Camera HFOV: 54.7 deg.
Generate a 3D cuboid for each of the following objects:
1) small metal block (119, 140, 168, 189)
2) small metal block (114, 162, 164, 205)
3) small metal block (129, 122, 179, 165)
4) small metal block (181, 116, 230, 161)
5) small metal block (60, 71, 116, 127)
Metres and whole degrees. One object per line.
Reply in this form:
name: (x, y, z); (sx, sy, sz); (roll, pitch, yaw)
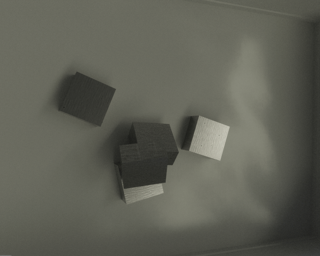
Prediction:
small metal block: (-0.019, 0.043, 0.359); (0.050, 0.025, 0.050); (-7, 137, -10)
small metal block: (-0.028, 0.065, 0.401); (0.050, 0.025, 0.050); (-13, 95, -20)
small metal block: (-0.009, 0.020, 0.393); (0.050, 0.050, 0.025); (3, 133, -21)
small metal block: (0.064, 0.014, 0.436); (0.050, 0.025, 0.050); (19, 84, -20)
small metal block: (-0.089, -0.034, 0.378); (0.050, 0.025, 0.050); (23, 82, -19)
